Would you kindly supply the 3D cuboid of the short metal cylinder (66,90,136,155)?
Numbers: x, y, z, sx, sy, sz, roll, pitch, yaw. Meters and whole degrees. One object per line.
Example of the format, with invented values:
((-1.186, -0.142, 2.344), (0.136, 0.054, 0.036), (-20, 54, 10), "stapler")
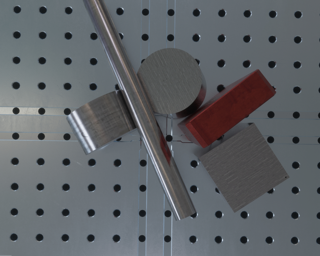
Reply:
((-0.068, -0.007, 0.385), (0.080, 0.080, 0.050), (-28, 90, 0), "short metal cylinder")

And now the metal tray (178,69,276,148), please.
((0.069, -0.019, 0.362), (0.090, 0.130, 0.030), (-37, 91, 0), "metal tray")

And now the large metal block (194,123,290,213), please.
((0.103, 0.048, 0.402), (0.080, 0.050, 0.080), (-33, 90, 0), "large metal block")

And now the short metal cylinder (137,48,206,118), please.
((0.016, -0.054, 0.392), (0.080, 0.050, 0.080), (-1, 85, 14), "short metal cylinder")

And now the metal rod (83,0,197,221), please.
((-0.031, -0.039, 0.363), (0.025, 0.025, 0.299), (-24, 80, 0), "metal rod")
